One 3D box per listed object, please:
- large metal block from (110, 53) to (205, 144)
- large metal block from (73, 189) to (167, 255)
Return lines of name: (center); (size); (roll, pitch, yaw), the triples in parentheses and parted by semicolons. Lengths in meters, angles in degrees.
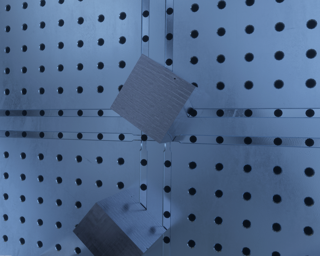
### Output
large metal block: (-0.003, -0.036, 0.399); (0.080, 0.050, 0.080); (35, 101, 16)
large metal block: (-0.049, 0.133, 0.400); (0.080, 0.080, 0.050); (42, 103, 15)
